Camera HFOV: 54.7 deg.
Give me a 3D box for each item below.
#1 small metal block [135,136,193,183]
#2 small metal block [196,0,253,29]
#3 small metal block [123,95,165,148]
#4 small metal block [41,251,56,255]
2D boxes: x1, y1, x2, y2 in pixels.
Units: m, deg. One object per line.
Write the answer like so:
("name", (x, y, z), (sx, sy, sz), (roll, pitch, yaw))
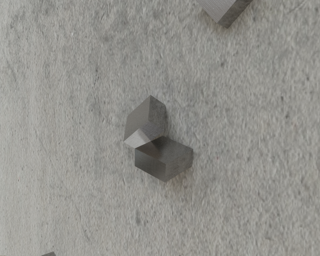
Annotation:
("small metal block", (0.005, 0.036, 0.380), (0.050, 0.050, 0.025), (23, 122, 37))
("small metal block", (0.072, -0.149, 0.344), (0.050, 0.025, 0.050), (-48, 62, 29))
("small metal block", (-0.020, -0.007, 0.404), (0.050, 0.025, 0.050), (-39, 31, 32))
("small metal block", (-0.204, 0.267, 0.570), (0.050, 0.025, 0.050), (43, 116, 31))
